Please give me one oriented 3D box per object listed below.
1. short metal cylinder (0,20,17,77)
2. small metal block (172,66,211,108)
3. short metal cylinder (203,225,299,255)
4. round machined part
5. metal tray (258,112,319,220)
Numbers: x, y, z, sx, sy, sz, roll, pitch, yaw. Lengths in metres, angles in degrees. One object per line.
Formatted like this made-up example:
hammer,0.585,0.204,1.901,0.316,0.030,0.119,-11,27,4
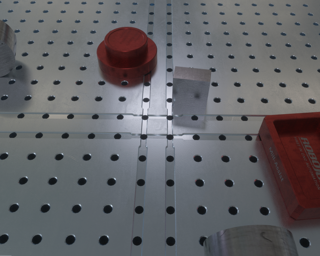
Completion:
short metal cylinder,-0.264,-0.123,0.473,0.081,0.080,0.050,-10,51,-9
small metal block,0.044,-0.058,0.440,0.050,0.050,0.025,7,51,6
short metal cylinder,0.081,0.124,0.268,0.081,0.080,0.050,-1,50,-1
round machined part,-0.054,-0.128,0.504,0.099,0.042,0.098,0,50,0
metal tray,0.183,0.039,0.372,0.091,0.030,0.130,-4,50,-4
